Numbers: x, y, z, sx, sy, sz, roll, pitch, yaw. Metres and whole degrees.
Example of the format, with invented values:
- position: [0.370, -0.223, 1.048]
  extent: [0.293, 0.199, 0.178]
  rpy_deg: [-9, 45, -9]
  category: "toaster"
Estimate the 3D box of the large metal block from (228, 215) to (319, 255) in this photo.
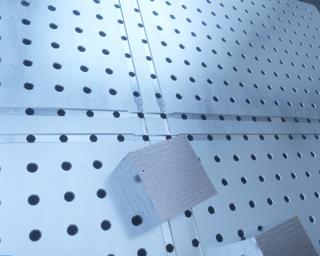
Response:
- position: [0.143, 0.162, 0.373]
  extent: [0.081, 0.050, 0.080]
  rpy_deg: [-10, 67, -33]
  category: "large metal block"

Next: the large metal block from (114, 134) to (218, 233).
- position: [0.006, 0.062, 0.359]
  extent: [0.081, 0.050, 0.080]
  rpy_deg: [-17, 71, -35]
  category: "large metal block"
